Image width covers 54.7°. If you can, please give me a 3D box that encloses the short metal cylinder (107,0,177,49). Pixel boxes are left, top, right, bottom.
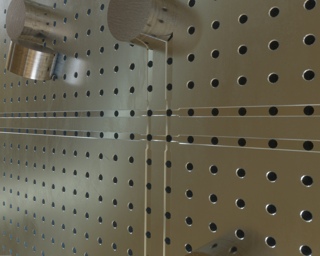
[{"bbox_3d":[-0.025,-0.150,0.413,0.080,0.050,0.080,0,90,40],"label":"short metal cylinder"}]

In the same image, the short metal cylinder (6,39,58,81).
[{"bbox_3d":[-0.234,-0.125,0.567,0.080,0.081,0.050,32,110,35],"label":"short metal cylinder"}]

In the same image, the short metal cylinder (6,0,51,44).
[{"bbox_3d":[-0.258,-0.209,0.607,0.080,0.050,0.079,0,90,40],"label":"short metal cylinder"}]

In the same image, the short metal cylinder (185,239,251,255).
[{"bbox_3d":[0.064,0.170,0.341,0.080,0.050,0.079,0,90,40],"label":"short metal cylinder"}]
